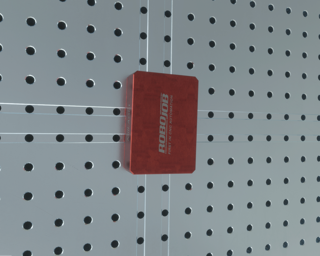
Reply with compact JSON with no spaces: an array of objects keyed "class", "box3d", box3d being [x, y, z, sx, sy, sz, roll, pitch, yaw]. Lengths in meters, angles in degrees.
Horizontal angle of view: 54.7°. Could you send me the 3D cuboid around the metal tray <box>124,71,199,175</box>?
[{"class":"metal tray","box3d":[0.002,-0.006,0.411,0.091,0.030,0.129,2,89,-21]}]
